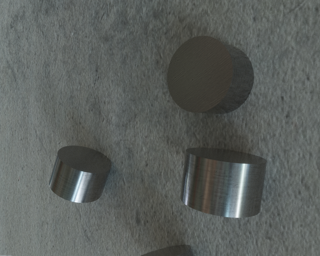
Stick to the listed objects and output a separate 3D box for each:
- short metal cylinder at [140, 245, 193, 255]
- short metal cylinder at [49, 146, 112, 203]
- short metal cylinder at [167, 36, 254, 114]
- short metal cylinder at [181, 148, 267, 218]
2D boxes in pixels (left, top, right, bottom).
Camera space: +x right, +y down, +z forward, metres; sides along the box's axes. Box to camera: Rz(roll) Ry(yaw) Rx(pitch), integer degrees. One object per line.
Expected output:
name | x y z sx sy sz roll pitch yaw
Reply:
short metal cylinder | 0.004 0.175 0.364 0.080 0.081 0.050 -24 75 37
short metal cylinder | -0.119 0.067 0.464 0.080 0.081 0.050 33 110 35
short metal cylinder | 0.055 -0.056 0.342 0.080 0.050 0.079 0 90 39
short metal cylinder | 0.064 0.052 0.315 0.080 0.081 0.050 10 97 39
